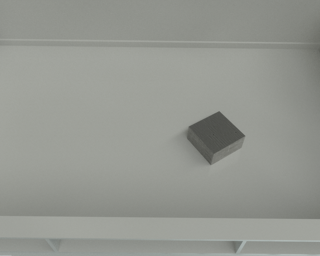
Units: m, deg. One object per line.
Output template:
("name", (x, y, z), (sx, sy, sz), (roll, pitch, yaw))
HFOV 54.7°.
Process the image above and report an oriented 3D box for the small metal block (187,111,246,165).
("small metal block", (0.071, 0.012, 0.396), (0.050, 0.025, 0.050), (-26, 55, -21))
